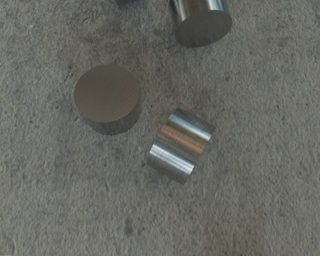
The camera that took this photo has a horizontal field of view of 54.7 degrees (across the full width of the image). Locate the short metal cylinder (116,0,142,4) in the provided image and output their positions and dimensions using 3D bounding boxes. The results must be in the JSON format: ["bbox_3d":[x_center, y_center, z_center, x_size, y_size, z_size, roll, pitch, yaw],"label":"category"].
[{"bbox_3d":[-0.048,-0.231,0.463,0.050,0.080,0.080,-13,71,-5],"label":"short metal cylinder"}]

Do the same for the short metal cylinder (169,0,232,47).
[{"bbox_3d":[0.056,-0.159,0.438,0.081,0.080,0.050,-9,71,-4],"label":"short metal cylinder"}]

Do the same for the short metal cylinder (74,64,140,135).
[{"bbox_3d":[-0.066,-0.036,0.407,0.081,0.050,0.080,0,70,0],"label":"short metal cylinder"}]

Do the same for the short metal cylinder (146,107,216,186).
[{"bbox_3d":[0.026,0.022,0.371,0.050,0.080,0.080,29,73,10],"label":"short metal cylinder"}]
